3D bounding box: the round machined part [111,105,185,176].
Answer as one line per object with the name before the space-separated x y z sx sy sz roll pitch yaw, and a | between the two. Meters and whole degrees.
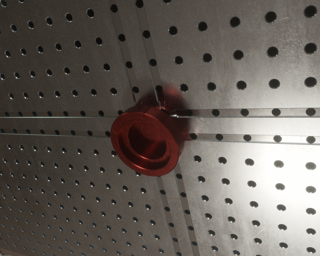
round machined part | -0.013 0.013 0.414 0.098 0.042 0.097 13 124 20
